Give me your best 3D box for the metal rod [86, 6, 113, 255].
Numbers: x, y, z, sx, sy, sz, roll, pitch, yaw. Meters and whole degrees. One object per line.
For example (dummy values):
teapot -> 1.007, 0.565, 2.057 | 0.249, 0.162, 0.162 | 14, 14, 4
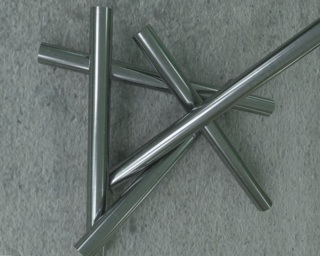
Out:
metal rod -> -0.071, 0.017, 0.361 | 0.025, 0.025, 0.298 | 0, 98, -20

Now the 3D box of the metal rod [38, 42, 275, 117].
metal rod -> 0.006, -0.057, 0.392 | 0.302, 0.025, 0.025 | 12, 86, -13

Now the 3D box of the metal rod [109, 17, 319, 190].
metal rod -> 0.056, -0.020, 0.357 | 0.300, 0.025, 0.025 | -36, 104, 12

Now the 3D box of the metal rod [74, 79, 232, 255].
metal rod -> 0.012, 0.038, 0.395 | 0.301, 0.025, 0.025 | -46, 105, -22

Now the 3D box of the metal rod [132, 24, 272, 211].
metal rod -> 0.065, 0.002, 0.396 | 0.025, 0.025, 0.300 | -44, 112, -15
